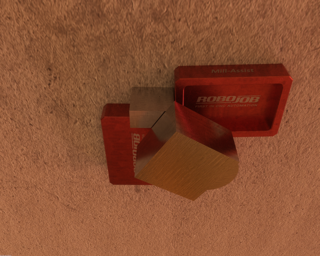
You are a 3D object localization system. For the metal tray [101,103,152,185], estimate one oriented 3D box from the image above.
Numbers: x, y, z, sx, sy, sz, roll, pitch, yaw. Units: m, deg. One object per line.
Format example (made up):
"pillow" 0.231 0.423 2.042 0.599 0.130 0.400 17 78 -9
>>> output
"metal tray" -0.028 0.026 0.429 0.091 0.030 0.129 1 130 -1

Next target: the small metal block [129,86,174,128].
"small metal block" -0.009 -0.026 0.371 0.050 0.050 0.025 1 130 -1

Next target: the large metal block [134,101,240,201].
"large metal block" 0.028 0.029 0.350 0.080 0.050 0.080 26 126 -21

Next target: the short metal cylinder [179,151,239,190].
"short metal cylinder" 0.063 0.041 0.427 0.080 0.050 0.079 0 130 0

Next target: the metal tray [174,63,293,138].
"metal tray" 0.083 -0.031 0.380 0.131 0.030 0.089 -1 130 1
